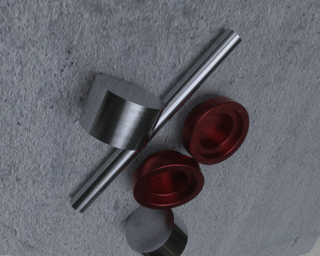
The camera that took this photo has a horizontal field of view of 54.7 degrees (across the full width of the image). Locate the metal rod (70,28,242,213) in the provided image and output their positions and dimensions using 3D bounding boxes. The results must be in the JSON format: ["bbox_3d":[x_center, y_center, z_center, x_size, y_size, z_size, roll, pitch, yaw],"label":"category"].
[{"bbox_3d":[-0.009,-0.006,0.399,0.300,0.025,0.025,-47,130,5],"label":"metal rod"}]

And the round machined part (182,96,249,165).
[{"bbox_3d":[0.074,0.000,0.437,0.099,0.042,0.097,-14,123,-23],"label":"round machined part"}]

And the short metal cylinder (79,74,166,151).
[{"bbox_3d":[-0.041,-0.018,0.339,0.081,0.080,0.050,14,111,-34],"label":"short metal cylinder"}]

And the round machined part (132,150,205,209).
[{"bbox_3d":[0.009,0.068,0.433,0.099,0.042,0.097,-7,133,-8],"label":"round machined part"}]

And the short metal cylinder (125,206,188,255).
[{"bbox_3d":[-0.005,0.158,0.468,0.080,0.080,0.050,-38,130,-3],"label":"short metal cylinder"}]
